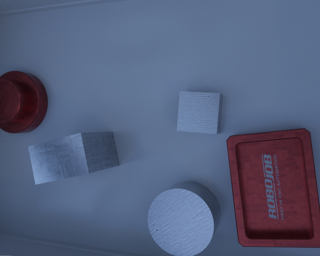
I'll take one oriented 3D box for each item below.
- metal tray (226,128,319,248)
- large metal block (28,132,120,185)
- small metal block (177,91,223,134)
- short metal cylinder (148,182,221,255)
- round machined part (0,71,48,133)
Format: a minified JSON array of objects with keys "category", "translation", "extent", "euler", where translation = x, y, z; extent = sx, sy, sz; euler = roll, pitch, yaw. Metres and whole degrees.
[{"category":"metal tray","translation":[0.132,0.069,0.361],"extent":[0.090,0.030,0.129],"euler":[-7,88,19]},{"category":"large metal block","translation":[-0.113,0.039,0.420],"extent":[0.080,0.080,0.050],"euler":[-14,86,19]},{"category":"small metal block","translation":[0.051,-0.019,0.392],"extent":[0.050,0.025,0.050],"euler":[5,92,19]},{"category":"short metal cylinder","translation":[0.031,0.111,0.386],"extent":[0.080,0.050,0.079],"euler":[0,90,19]},{"category":"round machined part","translation":[-0.228,-0.040,0.480],"extent":[0.098,0.042,0.097],"euler":[0,90,19]}]
